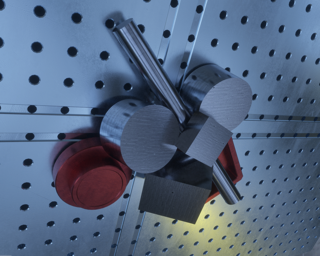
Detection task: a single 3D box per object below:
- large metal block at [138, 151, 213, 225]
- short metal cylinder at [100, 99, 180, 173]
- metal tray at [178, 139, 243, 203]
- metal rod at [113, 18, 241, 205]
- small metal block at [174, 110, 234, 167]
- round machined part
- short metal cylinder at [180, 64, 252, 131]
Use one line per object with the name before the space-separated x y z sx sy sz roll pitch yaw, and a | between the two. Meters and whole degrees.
large metal block | 0.020 0.077 0.415 0.080 0.050 0.079 14 132 1
short metal cylinder | -0.024 0.008 0.368 0.081 0.050 0.079 -10 108 -34
metal tray | 0.072 0.054 0.476 0.090 0.030 0.130 -32 129 -8
metal rod | 0.036 0.000 0.394 0.025 0.025 0.299 -37 120 -4
small metal block | 0.053 0.013 0.376 0.050 0.025 0.050 30 94 -38
round machined part | -0.080 0.064 0.390 0.099 0.042 0.097 -14 124 -21
short metal cylinder | 0.073 -0.037 0.408 0.081 0.050 0.079 -14 124 -21
